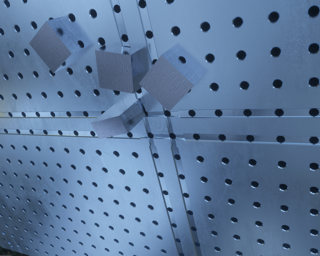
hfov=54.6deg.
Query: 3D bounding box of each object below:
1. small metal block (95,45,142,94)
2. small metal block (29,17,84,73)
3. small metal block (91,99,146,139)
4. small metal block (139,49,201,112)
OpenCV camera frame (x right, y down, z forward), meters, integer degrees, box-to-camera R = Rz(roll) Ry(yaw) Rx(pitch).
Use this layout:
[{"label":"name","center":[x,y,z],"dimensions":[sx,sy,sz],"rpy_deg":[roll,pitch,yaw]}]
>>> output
[{"label":"small metal block","center":[-0.051,-0.075,0.393],"dimensions":[0.050,0.025,0.050],"rpy_deg":[12,124,21]},{"label":"small metal block","center":[-0.140,-0.111,0.417],"dimensions":[0.050,0.025,0.050],"rpy_deg":[-31,102,38]},{"label":"small metal block","center":[-0.055,-0.012,0.417],"dimensions":[0.050,0.050,0.025],"rpy_deg":[-12,112,33]},{"label":"small metal block","center":[0.012,-0.057,0.371],"dimensions":[0.050,0.025,0.050],"rpy_deg":[43,129,-2]}]
